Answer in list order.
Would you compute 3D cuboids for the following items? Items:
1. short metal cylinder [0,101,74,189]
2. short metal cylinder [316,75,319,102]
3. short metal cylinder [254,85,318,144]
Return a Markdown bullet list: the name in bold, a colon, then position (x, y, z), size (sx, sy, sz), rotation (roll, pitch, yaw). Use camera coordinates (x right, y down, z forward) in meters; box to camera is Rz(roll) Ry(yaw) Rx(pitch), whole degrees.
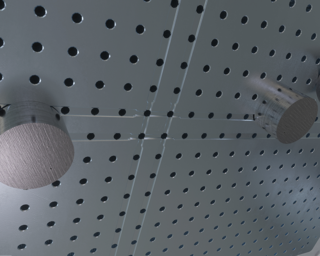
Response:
- **short metal cylinder**: position (-0.138, 0.018, 0.331), size (0.081, 0.050, 0.079), rotation (-14, 125, -21)
- **short metal cylinder**: position (0.305, -0.066, 0.502), size (0.050, 0.080, 0.079), rotation (-12, 124, -22)
- **short metal cylinder**: position (0.199, -0.022, 0.490), size (0.081, 0.050, 0.079), rotation (-14, 124, -21)
